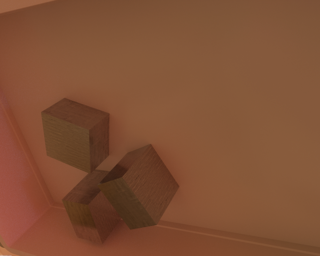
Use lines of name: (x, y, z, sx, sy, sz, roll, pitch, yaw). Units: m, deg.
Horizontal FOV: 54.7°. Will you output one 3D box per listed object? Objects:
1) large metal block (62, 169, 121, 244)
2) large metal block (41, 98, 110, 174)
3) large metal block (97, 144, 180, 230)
large metal block: (-0.102, 0.125, 0.504, 0.050, 0.080, 0.079, 3, 120, 27)
large metal block: (-0.124, 0.011, 0.465, 0.080, 0.050, 0.079, 19, 126, 17)
large metal block: (-0.027, 0.082, 0.438, 0.050, 0.080, 0.080, -23, 106, 36)
